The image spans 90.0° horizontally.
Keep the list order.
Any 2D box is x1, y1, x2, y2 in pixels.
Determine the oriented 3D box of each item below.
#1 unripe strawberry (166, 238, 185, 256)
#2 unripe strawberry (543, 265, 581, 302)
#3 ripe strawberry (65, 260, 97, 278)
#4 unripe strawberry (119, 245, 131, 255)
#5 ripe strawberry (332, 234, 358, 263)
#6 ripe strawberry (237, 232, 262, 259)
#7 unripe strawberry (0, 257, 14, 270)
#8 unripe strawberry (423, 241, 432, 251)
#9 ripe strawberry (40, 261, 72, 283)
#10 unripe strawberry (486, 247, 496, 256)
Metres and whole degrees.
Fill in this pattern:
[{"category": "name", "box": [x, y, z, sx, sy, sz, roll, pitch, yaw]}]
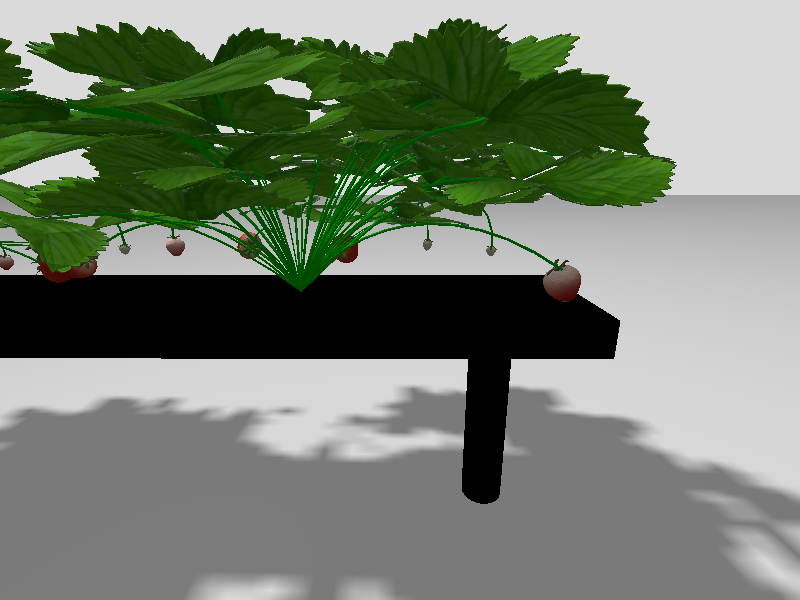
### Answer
[{"category": "unripe strawberry", "box": [-0.298, -0.070, 0.532, 0.020, 0.024, 0.024, 14, 21, 39]}, {"category": "unripe strawberry", "box": [0.137, -0.013, 0.336, 0.030, 0.031, 0.029, -23, 12, 12]}, {"category": "ripe strawberry", "box": [-0.321, -0.033, 0.400, 0.028, 0.027, 0.030, -32, 8, 18]}, {"category": "unripe strawberry", "box": [-0.332, -0.061, 0.483, 0.011, 0.011, 0.011, -10, 19, -31]}, {"category": "ripe strawberry", "box": [-0.067, -0.065, 0.498, 0.034, 0.036, 0.037, 3, 16, 9]}, {"category": "ripe strawberry", "box": [-0.192, -0.069, 0.509, 0.030, 0.034, 0.032, -10, 14, -31]}, {"category": "unripe strawberry", "box": [-0.441, -0.041, 0.448, 0.015, 0.015, 0.016, -15, 22, -41]}, {"category": "unripe strawberry", "box": [0.037, -0.075, 0.549, 0.013, 0.014, 0.014, 10, 19, 31]}, {"category": "ripe strawberry", "box": [-0.332, -0.032, 0.395, 0.032, 0.031, 0.029, 1, 16, -11]}, {"category": "unripe strawberry", "box": [0.104, -0.055, 0.458, 0.010, 0.011, 0.011, -9, 18, -27]}]
